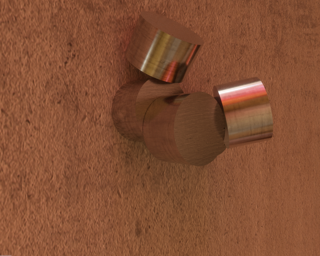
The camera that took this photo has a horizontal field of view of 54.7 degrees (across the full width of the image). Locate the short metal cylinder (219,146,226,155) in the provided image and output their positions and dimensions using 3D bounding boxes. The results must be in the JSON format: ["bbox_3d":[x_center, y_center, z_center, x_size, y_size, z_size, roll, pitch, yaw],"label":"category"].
[{"bbox_3d":[0.057,-0.001,0.440,0.081,0.050,0.079,0,90,-40],"label":"short metal cylinder"}]

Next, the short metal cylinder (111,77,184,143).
[{"bbox_3d":[-0.012,-0.021,0.381,0.081,0.050,0.079,0,90,-40],"label":"short metal cylinder"}]

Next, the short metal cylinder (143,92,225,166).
[{"bbox_3d":[0.028,0.001,0.350,0.081,0.050,0.079,0,90,-40],"label":"short metal cylinder"}]

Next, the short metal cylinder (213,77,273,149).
[{"bbox_3d":[0.100,-0.019,0.382,0.050,0.080,0.079,-12,101,4],"label":"short metal cylinder"}]

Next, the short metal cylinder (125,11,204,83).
[{"bbox_3d":[0.005,-0.096,0.368,0.081,0.080,0.050,0,129,-40],"label":"short metal cylinder"}]
